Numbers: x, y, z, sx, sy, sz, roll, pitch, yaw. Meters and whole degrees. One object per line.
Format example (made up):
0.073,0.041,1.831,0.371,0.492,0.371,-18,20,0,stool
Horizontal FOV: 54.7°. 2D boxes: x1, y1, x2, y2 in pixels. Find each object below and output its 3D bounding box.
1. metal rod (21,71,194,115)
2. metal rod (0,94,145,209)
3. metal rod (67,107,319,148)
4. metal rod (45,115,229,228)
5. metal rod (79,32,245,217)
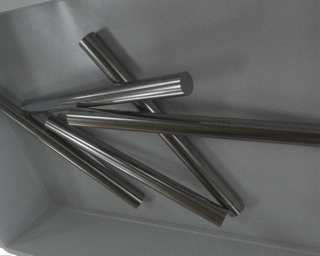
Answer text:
-0.091,-0.039,0.405,0.300,0.025,0.025,-3,117,38,metal rod
-0.154,0.033,0.498,0.301,0.025,0.025,35,129,0,metal rod
0.029,-0.003,0.365,0.301,0.025,0.025,5,121,16,metal rod
-0.045,0.055,0.448,0.301,0.025,0.025,26,128,17,metal rod
0.007,0.000,0.403,0.300,0.025,0.025,49,128,-7,metal rod
